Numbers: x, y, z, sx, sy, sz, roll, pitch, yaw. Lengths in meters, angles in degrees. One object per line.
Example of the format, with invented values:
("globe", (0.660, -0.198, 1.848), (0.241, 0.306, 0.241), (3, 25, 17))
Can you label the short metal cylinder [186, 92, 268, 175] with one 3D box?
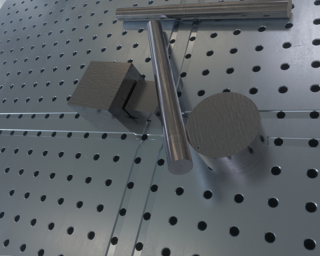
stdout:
("short metal cylinder", (0.076, 0.007, 0.348), (0.080, 0.050, 0.080), (-13, 56, 21))

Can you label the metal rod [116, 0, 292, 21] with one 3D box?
("metal rod", (0.050, -0.186, 0.496), (0.300, 0.025, 0.025), (12, 68, 33))

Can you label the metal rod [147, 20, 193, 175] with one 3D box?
("metal rod", (0.005, -0.066, 0.412), (0.025, 0.025, 0.300), (-23, 43, 14))

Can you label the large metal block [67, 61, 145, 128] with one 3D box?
("large metal block", (-0.078, -0.052, 0.465), (0.080, 0.050, 0.080), (10, 67, 32))

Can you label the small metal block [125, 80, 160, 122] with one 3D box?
("small metal block", (-0.014, -0.039, 0.440), (0.050, 0.025, 0.050), (10, 67, 32))
